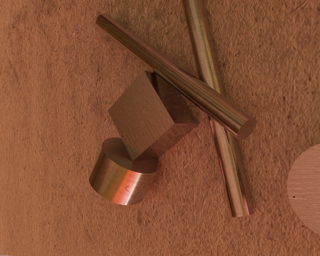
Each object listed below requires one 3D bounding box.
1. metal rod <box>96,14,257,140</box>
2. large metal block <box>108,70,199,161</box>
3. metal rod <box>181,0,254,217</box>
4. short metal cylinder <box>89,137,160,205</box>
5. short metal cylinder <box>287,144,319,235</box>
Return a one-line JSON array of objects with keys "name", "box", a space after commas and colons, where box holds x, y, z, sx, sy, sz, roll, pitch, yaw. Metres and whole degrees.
[{"name": "metal rod", "box": [-0.002, -0.081, 0.384, 0.300, 0.025, 0.025, 44, 117, 38]}, {"name": "large metal block", "box": [-0.011, -0.014, 0.398, 0.080, 0.050, 0.080, -43, 64, 31]}, {"name": "metal rod", "box": [0.059, -0.052, 0.356, 0.025, 0.025, 0.299, -19, 78, 38]}, {"name": "short metal cylinder", "box": [-0.046, 0.055, 0.408, 0.080, 0.081, 0.050, 39, 114, 33]}, {"name": "short metal cylinder", "box": [0.156, 0.050, 0.260, 0.080, 0.050, 0.080, 0, 90, 40]}]
